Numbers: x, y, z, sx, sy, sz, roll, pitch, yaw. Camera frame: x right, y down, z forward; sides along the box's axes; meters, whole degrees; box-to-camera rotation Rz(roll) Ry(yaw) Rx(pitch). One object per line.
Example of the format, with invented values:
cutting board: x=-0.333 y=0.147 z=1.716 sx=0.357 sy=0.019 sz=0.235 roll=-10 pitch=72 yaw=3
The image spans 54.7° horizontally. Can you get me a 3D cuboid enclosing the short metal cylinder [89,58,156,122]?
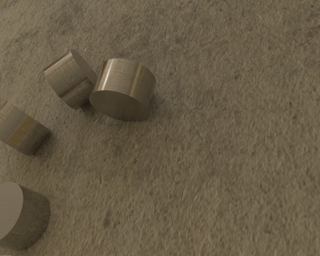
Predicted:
short metal cylinder: x=-0.050 y=-0.050 z=0.424 sx=0.080 sy=0.080 sz=0.050 roll=0 pitch=62 yaw=28

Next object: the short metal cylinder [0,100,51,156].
short metal cylinder: x=-0.219 y=0.001 z=0.480 sx=0.080 sy=0.080 sz=0.050 roll=26 pitch=76 yaw=36

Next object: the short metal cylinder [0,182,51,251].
short metal cylinder: x=-0.197 y=0.119 z=0.416 sx=0.080 sy=0.050 sz=0.080 roll=-13 pitch=56 yaw=20

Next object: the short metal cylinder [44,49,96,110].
short metal cylinder: x=-0.132 y=-0.075 z=0.482 sx=0.050 sy=0.080 sz=0.080 roll=-34 pitch=52 yaw=6
